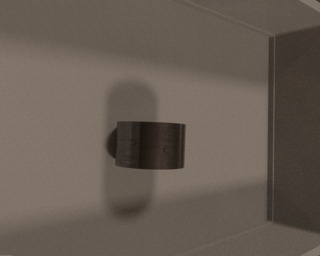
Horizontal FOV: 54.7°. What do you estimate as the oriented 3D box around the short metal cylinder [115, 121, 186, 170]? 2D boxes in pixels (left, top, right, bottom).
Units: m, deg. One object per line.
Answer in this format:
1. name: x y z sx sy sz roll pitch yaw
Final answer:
1. short metal cylinder: -0.011 0.019 0.364 0.081 0.080 0.050 4 88 -40
